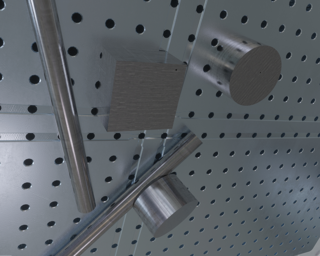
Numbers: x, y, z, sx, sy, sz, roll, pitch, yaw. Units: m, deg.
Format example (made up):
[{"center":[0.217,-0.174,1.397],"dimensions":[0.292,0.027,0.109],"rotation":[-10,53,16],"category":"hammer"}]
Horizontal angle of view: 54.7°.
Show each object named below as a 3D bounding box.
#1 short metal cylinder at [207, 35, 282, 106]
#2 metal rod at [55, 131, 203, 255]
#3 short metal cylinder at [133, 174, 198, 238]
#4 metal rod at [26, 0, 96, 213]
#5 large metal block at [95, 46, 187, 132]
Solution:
[{"center":[0.110,-0.076,0.408],"dimensions":[0.081,0.050,0.079],"rotation":[-14,124,-21],"category":"short metal cylinder"},{"center":[-0.057,0.114,0.450],"dimensions":[0.300,0.025,0.025],"rotation":[-43,130,1],"category":"metal rod"},{"center":[0.009,0.113,0.451],"dimensions":[0.080,0.050,0.080],"rotation":[-32,152,-19],"category":"short metal cylinder"},{"center":[-0.105,-0.019,0.342],"dimensions":[0.025,0.025,0.298],"rotation":[-15,125,-20],"category":"metal rod"},{"center":[-0.024,-0.044,0.355],"dimensions":[0.081,0.050,0.079],"rotation":[-3,120,-27],"category":"large metal block"}]
